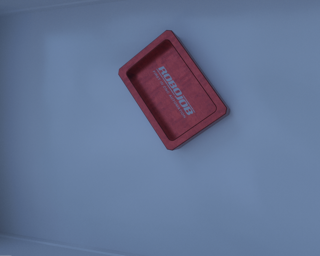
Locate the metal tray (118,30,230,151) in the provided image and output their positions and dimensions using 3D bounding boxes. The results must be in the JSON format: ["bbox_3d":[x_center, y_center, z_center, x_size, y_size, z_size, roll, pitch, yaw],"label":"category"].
[{"bbox_3d":[0.017,-0.048,0.401,0.090,0.030,0.130,-36,79,16],"label":"metal tray"}]
